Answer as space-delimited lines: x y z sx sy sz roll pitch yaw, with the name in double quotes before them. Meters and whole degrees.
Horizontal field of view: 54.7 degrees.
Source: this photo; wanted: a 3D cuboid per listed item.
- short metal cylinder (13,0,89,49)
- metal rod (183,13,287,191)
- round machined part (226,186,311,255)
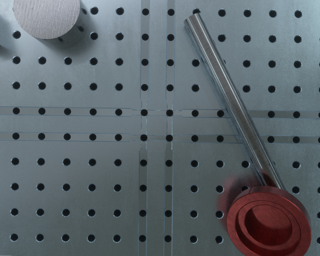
"short metal cylinder" -0.137 -0.148 0.400 0.081 0.050 0.079 0 90 0
"metal rod" 0.109 -0.013 0.414 0.025 0.025 0.299 -26 90 0
"round machined part" 0.138 0.119 0.393 0.098 0.042 0.097 7 105 25
